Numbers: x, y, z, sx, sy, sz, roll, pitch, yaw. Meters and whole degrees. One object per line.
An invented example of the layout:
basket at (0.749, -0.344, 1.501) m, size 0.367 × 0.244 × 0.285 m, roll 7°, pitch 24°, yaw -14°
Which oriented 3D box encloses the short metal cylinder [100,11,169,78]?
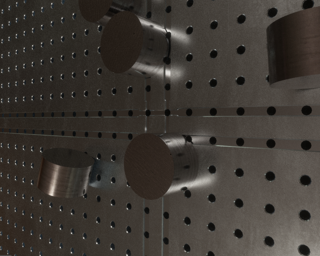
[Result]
short metal cylinder at (-0.035, -0.111, 0.420) m, size 0.080 × 0.050 × 0.079 m, roll 0°, pitch 90°, yaw 39°

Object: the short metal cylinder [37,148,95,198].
short metal cylinder at (-0.150, 0.070, 0.494) m, size 0.080 × 0.081 × 0.050 m, roll 25°, pitch 106°, yaw 37°

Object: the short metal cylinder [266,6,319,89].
short metal cylinder at (0.134, -0.064, 0.262) m, size 0.080 × 0.081 × 0.050 m, roll -4°, pitch 88°, yaw 39°

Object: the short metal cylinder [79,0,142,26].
short metal cylinder at (-0.073, -0.189, 0.451) m, size 0.080 × 0.050 × 0.079 m, roll 0°, pitch 90°, yaw 39°

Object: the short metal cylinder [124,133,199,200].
short metal cylinder at (0.001, 0.046, 0.391) m, size 0.080 × 0.050 × 0.079 m, roll 0°, pitch 90°, yaw 39°
